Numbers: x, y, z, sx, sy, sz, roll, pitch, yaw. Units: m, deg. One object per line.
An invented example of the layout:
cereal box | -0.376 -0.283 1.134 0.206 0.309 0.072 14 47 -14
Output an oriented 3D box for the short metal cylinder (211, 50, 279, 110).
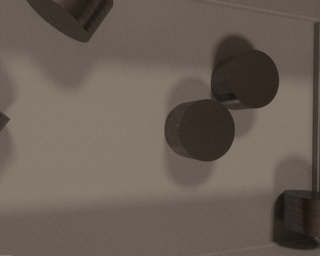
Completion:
short metal cylinder | 0.121 -0.067 0.443 0.081 0.050 0.079 0 90 -21

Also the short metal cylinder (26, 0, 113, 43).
short metal cylinder | -0.100 -0.141 0.345 0.080 0.080 0.050 34 79 -17

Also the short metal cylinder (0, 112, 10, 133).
short metal cylinder | -0.201 -0.012 0.307 0.080 0.080 0.050 36 78 -17

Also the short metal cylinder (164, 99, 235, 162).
short metal cylinder | 0.053 0.003 0.418 0.081 0.050 0.079 0 90 -20

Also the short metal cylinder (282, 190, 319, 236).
short metal cylinder | 0.229 0.126 0.468 0.081 0.080 0.050 4 89 -20
